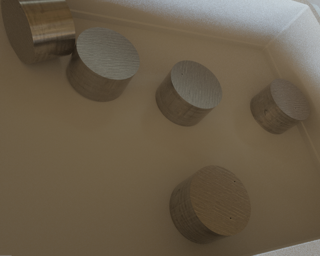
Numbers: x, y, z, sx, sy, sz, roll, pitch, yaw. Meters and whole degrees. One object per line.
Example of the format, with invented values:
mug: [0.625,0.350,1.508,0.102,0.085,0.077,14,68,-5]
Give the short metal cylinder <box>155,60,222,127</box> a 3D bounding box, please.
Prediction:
short metal cylinder: [0.040,-0.049,0.441,0.081,0.050,0.080,14,56,-21]

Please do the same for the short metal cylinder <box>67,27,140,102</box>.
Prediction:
short metal cylinder: [-0.073,-0.081,0.397,0.081,0.050,0.080,15,56,-23]

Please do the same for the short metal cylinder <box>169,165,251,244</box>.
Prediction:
short metal cylinder: [0.058,0.091,0.365,0.081,0.050,0.080,14,56,-21]

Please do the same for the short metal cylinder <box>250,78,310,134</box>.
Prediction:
short metal cylinder: [0.200,-0.036,0.519,0.081,0.050,0.080,14,56,-21]

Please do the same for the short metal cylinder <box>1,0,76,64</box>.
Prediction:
short metal cylinder: [-0.144,-0.120,0.366,0.050,0.080,0.080,-26,76,-37]
